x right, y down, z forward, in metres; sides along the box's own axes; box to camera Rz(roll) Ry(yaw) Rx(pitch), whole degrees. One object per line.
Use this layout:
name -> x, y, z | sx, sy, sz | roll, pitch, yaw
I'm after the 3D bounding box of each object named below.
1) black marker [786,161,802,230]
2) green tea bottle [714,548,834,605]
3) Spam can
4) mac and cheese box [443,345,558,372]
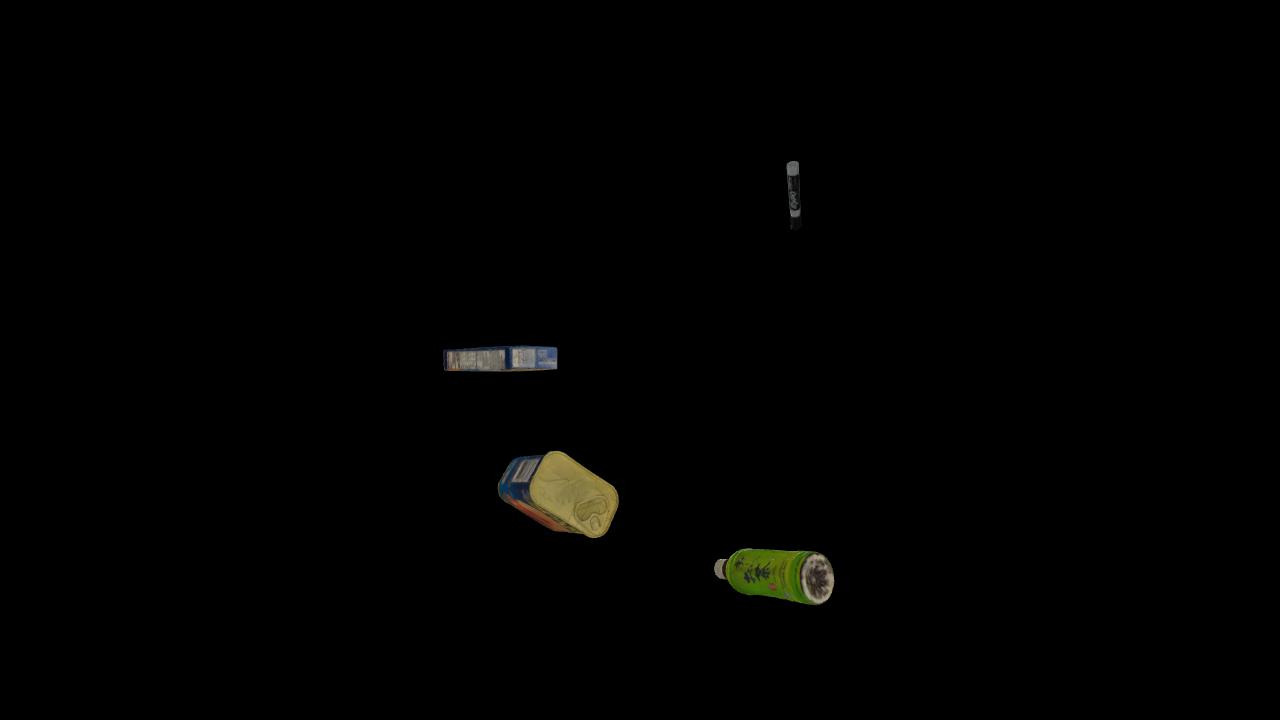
black marker -> 0.248, -0.260, 0.987 | 0.020, 0.020, 0.121 | 0, -43, 18
green tea bottle -> 0.188, 0.317, 0.915 | 0.073, 0.073, 0.212 | 0, -13, -30
Spam can -> -0.087, 0.140, 0.642 | 0.101, 0.058, 0.085 | 40, -30, -24
mac and cheese box -> -0.228, -0.001, 0.995 | 0.184, 0.041, 0.093 | -1, 1, 42
